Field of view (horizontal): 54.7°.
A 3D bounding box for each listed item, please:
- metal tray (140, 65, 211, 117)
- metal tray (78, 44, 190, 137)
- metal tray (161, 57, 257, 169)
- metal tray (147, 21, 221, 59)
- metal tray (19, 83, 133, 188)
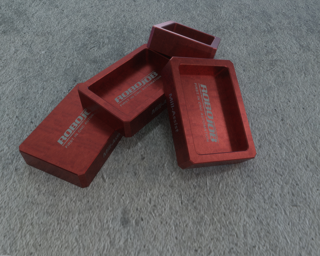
[{"bbox_3d":[0.033,-0.070,0.460,0.130,0.030,0.090,21,53,16],"label":"metal tray"},{"bbox_3d":[-0.028,-0.055,0.408,0.090,0.030,0.131,34,57,25],"label":"metal tray"},{"bbox_3d":[0.057,-0.020,0.375,0.091,0.030,0.129,-3,72,-24],"label":"metal tray"},{"bbox_3d":[0.041,-0.129,0.466,0.090,0.030,0.130,21,25,4],"label":"metal tray"},{"bbox_3d":[-0.099,0.003,0.397,0.090,0.030,0.130,19,52,15],"label":"metal tray"}]
